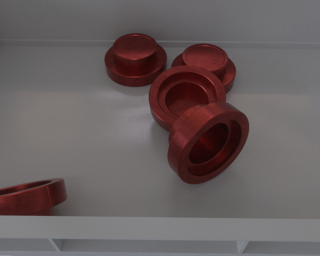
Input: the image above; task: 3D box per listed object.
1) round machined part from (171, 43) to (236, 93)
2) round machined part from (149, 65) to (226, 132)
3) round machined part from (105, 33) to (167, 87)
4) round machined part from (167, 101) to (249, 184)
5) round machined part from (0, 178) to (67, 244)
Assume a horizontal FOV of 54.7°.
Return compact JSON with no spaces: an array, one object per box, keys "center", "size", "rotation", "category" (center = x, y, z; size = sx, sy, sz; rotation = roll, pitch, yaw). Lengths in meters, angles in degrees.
[{"center":[0.067,-0.092,0.472],"size":[0.099,0.042,0.098],"rotation":[0,50,0],"category":"round machined part"},{"center":[0.036,-0.033,0.413],"size":[0.099,0.042,0.098],"rotation":[-1,62,2],"category":"round machined part"},{"center":[-0.038,-0.113,0.489],"size":[0.099,0.042,0.098],"rotation":[0,50,0],"category":"round machined part"},{"center":[0.049,0.012,0.349],"size":[0.099,0.097,0.042],"rotation":[-26,46,-20],"category":"round machined part"},{"center":[-0.141,0.081,0.301],"size":[0.099,0.098,0.042],"rotation":[-10,89,-9],"category":"round machined part"}]
